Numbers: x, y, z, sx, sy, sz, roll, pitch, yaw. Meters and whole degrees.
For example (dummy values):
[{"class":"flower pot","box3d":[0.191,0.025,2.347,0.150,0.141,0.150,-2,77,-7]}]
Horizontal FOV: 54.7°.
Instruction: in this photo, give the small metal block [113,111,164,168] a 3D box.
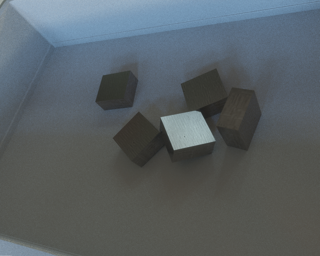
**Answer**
[{"class":"small metal block","box3d":[-0.026,0.015,0.407,0.050,0.025,0.050,-46,51,0]}]

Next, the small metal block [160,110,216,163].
[{"class":"small metal block","box3d":[0.031,0.009,0.370,0.050,0.025,0.050,-11,52,-13]}]

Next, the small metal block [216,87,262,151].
[{"class":"small metal block","box3d":[0.090,-0.010,0.348,0.025,0.050,0.050,14,69,33]}]

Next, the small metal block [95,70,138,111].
[{"class":"small metal block","box3d":[-0.065,-0.057,0.473,0.050,0.025,0.050,-5,59,25]}]

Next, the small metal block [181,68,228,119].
[{"class":"small metal block","box3d":[0.059,-0.042,0.399,0.050,0.025,0.050,-22,53,14]}]
